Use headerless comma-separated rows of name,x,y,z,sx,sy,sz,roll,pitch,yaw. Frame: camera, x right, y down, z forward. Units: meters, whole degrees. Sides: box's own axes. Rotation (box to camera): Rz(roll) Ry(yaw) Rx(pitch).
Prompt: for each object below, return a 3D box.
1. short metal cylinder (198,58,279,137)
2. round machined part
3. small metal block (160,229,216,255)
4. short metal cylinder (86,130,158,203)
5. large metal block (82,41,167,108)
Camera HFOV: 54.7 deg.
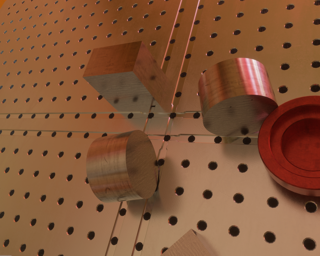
short metal cylinder,0.086,-0.032,0.348,0.080,0.080,0.050,-16,55,19
round machined part,0.151,0.020,0.306,0.098,0.042,0.098,-13,57,21
small metal block,0.031,0.139,0.307,0.050,0.025,0.050,-41,51,0
short metal cylinder,-0.042,0.046,0.367,0.050,0.080,0.080,-12,57,22
large metal block,-0.047,-0.073,0.443,0.080,0.080,0.050,-1,62,28
